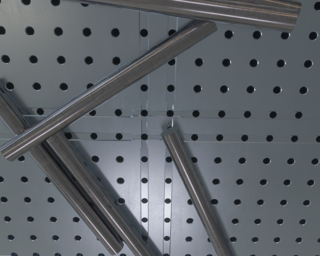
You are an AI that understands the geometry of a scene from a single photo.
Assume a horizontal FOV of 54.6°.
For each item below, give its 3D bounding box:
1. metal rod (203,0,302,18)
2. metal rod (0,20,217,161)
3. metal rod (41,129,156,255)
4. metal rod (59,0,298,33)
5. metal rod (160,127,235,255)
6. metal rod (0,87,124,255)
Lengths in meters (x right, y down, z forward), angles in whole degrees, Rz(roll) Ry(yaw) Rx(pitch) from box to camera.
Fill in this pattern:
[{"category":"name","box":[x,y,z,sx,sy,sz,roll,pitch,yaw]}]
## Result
[{"category":"metal rod","box":[0.011,-0.163,0.353,0.302,0.025,0.025,10,110,-4]},{"category":"metal rod","box":[-0.066,-0.047,0.380,0.300,0.025,0.025,-32,107,5]},{"category":"metal rod","box":[-0.072,0.123,0.458,0.025,0.025,0.299,-29,108,10]},{"category":"metal rod","box":[-0.003,-0.140,0.346,0.301,0.025,0.025,9,110,2]},{"category":"metal rod","box":[0.072,0.133,0.462,0.025,0.025,0.299,-22,109,8]},{"category":"metal rod","box":[-0.143,0.067,0.436,0.025,0.025,0.299,-29,108,10]}]
